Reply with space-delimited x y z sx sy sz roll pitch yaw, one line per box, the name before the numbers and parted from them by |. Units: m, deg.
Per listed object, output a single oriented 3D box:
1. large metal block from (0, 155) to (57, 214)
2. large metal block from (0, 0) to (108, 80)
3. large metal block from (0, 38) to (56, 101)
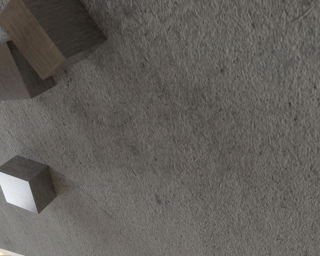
large metal block | -0.254 0.107 0.591 0.080 0.050 0.079 13 124 21
large metal block | -0.123 -0.115 0.365 0.050 0.080 0.080 -27 104 37
large metal block | -0.212 -0.087 0.449 0.080 0.050 0.080 0 118 28
